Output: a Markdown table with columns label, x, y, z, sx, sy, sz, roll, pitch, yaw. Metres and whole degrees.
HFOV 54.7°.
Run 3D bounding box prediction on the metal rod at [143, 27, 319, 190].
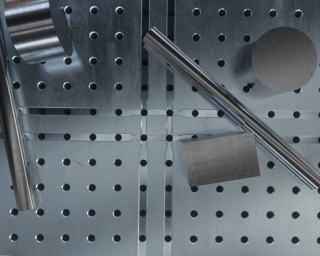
| label | x | y | z | sx | sy | sz | roll | pitch | yaw |
| --- | --- | --- | --- | --- | --- | --- | --- | --- | --- |
| metal rod | 0.098 | -0.026 | 0.413 | 0.300 | 0.025 | 0.025 | 41 | 90 | 0 |

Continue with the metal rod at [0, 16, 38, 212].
| label | x | y | z | sx | sy | sz | roll | pitch | yaw |
| --- | --- | --- | --- | --- | --- | --- | --- | --- | --- |
| metal rod | -0.204 | -0.039 | 0.411 | 0.025 | 0.025 | 0.298 | -11 | 90 | 0 |

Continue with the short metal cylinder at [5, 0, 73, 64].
| label | x | y | z | sx | sy | sz | roll | pitch | yaw |
| --- | --- | --- | --- | --- | --- | --- | --- | --- | --- |
| short metal cylinder | -0.147 | -0.124 | 0.384 | 0.050 | 0.080 | 0.080 | -11 | 90 | 0 |

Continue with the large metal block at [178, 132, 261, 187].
| label | x | y | z | sx | sy | sz | roll | pitch | yaw |
| --- | --- | --- | --- | --- | --- | --- | --- | --- | --- |
| large metal block | 0.069 | 0.035 | 0.386 | 0.080 | 0.080 | 0.050 | -9 | 90 | 0 |

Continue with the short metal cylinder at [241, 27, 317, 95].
| label | x | y | z | sx | sy | sz | roll | pitch | yaw |
| --- | --- | --- | --- | --- | --- | --- | --- | --- | --- |
| short metal cylinder | 0.152 | -0.084 | 0.402 | 0.081 | 0.050 | 0.079 | 0 | 90 | 0 |
